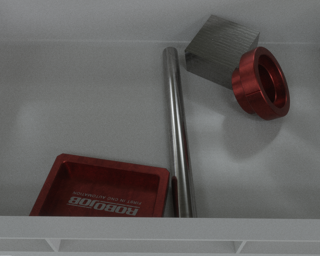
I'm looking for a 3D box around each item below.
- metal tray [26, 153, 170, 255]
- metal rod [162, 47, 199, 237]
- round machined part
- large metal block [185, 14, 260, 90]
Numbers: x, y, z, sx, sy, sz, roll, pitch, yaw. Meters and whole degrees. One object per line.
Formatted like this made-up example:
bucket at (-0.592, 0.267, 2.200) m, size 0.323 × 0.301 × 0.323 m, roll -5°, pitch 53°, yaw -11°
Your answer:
metal tray at (-0.060, 0.080, 0.333) m, size 0.131 × 0.030 × 0.090 m, roll 8°, pitch 50°, yaw 6°
metal rod at (0.022, -0.008, 0.412) m, size 0.025 × 0.025 × 0.300 m, roll -1°, pitch 50°, yaw -2°
round machined part at (0.134, -0.057, 0.421) m, size 0.042 × 0.098 × 0.098 m, roll -20°, pitch 35°, yaw 42°
large metal block at (0.095, -0.117, 0.476) m, size 0.080 × 0.050 × 0.080 m, roll 28°, pitch 70°, yaw 21°
